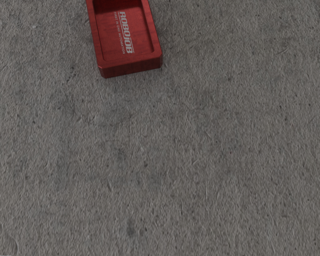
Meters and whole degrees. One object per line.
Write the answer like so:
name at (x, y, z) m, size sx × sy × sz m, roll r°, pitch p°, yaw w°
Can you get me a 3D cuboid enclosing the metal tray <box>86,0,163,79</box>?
metal tray at (-0.054, -0.143, 0.457) m, size 0.091 × 0.030 × 0.130 m, roll -12°, pitch 70°, yaw -5°
